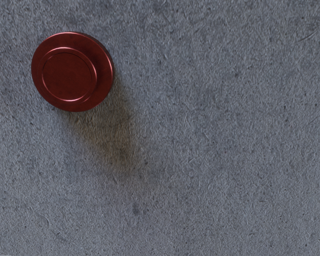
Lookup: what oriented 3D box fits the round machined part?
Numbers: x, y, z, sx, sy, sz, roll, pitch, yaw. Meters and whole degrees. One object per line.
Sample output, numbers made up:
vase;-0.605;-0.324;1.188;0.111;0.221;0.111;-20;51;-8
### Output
round machined part;-0.107;-0.065;0.376;0.099;0.042;0.097;0;110;0
